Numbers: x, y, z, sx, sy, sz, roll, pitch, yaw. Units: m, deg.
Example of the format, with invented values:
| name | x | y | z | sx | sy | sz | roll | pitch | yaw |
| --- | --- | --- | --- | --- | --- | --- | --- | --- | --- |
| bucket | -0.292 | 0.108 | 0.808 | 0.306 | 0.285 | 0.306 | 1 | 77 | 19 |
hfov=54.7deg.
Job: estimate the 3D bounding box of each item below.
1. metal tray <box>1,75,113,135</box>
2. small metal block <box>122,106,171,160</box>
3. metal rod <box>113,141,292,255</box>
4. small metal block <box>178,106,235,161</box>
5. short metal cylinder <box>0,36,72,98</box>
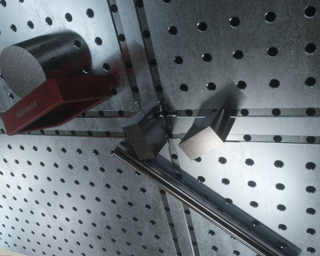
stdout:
| name | x | y | z | sx | sy | sz | roll | pitch | yaw |
| --- | --- | --- | --- | --- | --- | --- | --- | --- | --- |
| metal tray | -0.139 | -0.030 | 0.418 | 0.130 | 0.091 | 0.030 | -23 | 86 | 36 |
| small metal block | -0.016 | 0.006 | 0.406 | 0.025 | 0.050 | 0.050 | -15 | 111 | 34 |
| metal rod | 0.062 | 0.113 | 0.447 | 0.301 | 0.025 | 0.025 | 34 | 129 | 5 |
| small metal block | 0.056 | 0.007 | 0.369 | 0.050 | 0.050 | 0.025 | -35 | 99 | 38 |
| short metal cylinder | -0.173 | -0.082 | 0.433 | 0.080 | 0.050 | 0.079 | 13 | 124 | 20 |
